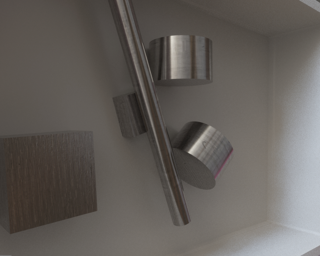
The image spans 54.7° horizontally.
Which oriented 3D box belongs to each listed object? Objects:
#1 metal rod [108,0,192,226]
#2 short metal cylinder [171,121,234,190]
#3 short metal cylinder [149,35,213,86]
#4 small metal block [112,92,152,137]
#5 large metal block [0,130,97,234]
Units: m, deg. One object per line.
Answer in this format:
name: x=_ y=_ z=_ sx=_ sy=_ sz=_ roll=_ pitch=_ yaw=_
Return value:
metal rod: x=-0.010 y=-0.020 z=0.366 sx=0.025 sy=0.025 sz=0.298 roll=-26 pitch=107 yaw=-37
short metal cylinder: x=0.051 y=0.037 z=0.416 sx=0.050 sy=0.080 sz=0.080 roll=-50 pitch=120 yaw=-28
short metal cylinder: x=0.026 y=-0.082 z=0.395 sx=0.081 sy=0.080 sz=0.050 roll=-2 pitch=92 yaw=-40
small metal block: x=-0.026 y=-0.020 z=0.387 sx=0.050 sy=0.025 sz=0.050 roll=-22 pitch=104 yaw=-38
large metal block: x=-0.111 y=0.045 z=0.299 sx=0.081 sy=0.050 sz=0.079 roll=-5 pitch=93 yaw=-40
